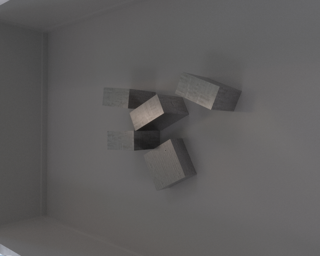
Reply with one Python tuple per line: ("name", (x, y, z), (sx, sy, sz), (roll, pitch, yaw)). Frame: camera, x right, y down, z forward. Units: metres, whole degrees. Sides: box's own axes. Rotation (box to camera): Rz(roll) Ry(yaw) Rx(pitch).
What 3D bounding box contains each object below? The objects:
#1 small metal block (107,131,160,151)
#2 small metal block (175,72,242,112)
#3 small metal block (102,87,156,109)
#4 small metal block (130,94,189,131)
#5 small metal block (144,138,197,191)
("small metal block", (-0.035, 0.016, 0.420), (0.050, 0.050, 0.025), (-1, 89, 40))
("small metal block", (0.054, -0.040, 0.346), (0.050, 0.050, 0.025), (30, 109, 36))
("small metal block", (-0.042, -0.040, 0.426), (0.050, 0.050, 0.025), (9, 96, 39))
("small metal block", (-0.001, -0.018, 0.391), (0.050, 0.050, 0.025), (-31, 71, 36))
("small metal block", (0.012, 0.047, 0.397), (0.050, 0.025, 0.050), (-33, 69, 35))
